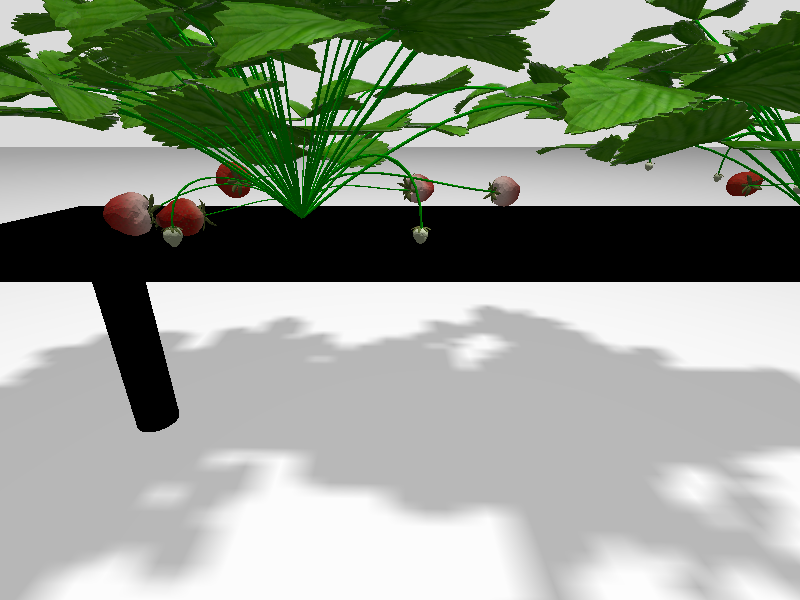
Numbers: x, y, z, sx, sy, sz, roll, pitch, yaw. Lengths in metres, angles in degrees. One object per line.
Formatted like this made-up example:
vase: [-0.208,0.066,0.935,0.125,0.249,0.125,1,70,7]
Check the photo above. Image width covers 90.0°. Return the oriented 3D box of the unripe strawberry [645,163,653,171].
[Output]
unripe strawberry: [0.358,-0.192,0.576,0.011,0.011,0.010,-1,22,-1]

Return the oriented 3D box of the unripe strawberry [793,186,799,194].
unripe strawberry: [0.488,-0.134,0.489,0.011,0.010,0.010,17,28,35]

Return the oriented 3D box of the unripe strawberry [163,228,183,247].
unripe strawberry: [-0.139,-0.038,0.246,0.011,0.011,0.011,11,25,24]

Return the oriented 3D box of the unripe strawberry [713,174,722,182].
unripe strawberry: [0.404,-0.155,0.509,0.009,0.010,0.010,5,23,11]

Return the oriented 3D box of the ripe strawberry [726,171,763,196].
ripe strawberry: [0.396,-0.134,0.462,0.032,0.027,0.032,5,22,13]

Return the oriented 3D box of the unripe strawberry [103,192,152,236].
unripe strawberry: [-0.192,-0.060,0.282,0.028,0.030,0.026,-14,26,-29]

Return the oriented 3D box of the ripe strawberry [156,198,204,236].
ripe strawberry: [-0.154,-0.058,0.281,0.029,0.025,0.029,-21,31,-40]

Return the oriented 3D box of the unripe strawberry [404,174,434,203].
unripe strawberry: [0.021,-0.117,0.419,0.029,0.029,0.032,-16,27,-35]

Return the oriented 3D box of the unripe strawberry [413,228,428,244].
unripe strawberry: [0.012,-0.038,0.237,0.009,0.010,0.010,-18,28,-36]

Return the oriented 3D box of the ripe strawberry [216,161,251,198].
ripe strawberry: [-0.195,-0.140,0.466,0.039,0.041,0.042,-17,28,-36]

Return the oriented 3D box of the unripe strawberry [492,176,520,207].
unripe strawberry: [0.109,-0.111,0.410,0.030,0.030,0.028,-7,24,-19]
